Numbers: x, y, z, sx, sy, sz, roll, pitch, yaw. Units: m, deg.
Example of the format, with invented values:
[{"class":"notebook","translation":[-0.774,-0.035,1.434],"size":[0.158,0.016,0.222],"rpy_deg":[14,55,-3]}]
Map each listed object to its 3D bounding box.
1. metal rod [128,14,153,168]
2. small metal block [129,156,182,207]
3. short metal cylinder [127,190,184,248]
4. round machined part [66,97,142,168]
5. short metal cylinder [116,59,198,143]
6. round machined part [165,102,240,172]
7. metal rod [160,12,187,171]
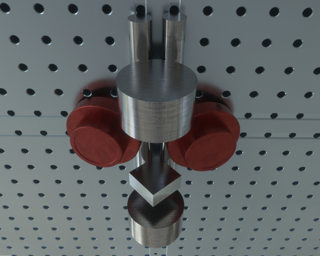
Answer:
[{"class":"metal rod","translation":[-0.022,0.002,0.411],"size":[0.025,0.025,0.298],"rpy_deg":[0,130,-1]},{"class":"small metal block","translation":[-0.007,0.072,0.425],"size":[0.050,0.050,0.025],"rpy_deg":[-29,139,-32]},{"class":"short metal cylinder","translation":[-0.006,0.126,0.454],"size":[0.081,0.080,0.050],"rpy_deg":[1,130,-1]},{"class":"round machined part","translation":[-0.074,0.012,0.394],"size":[0.098,0.042,0.097],"rpy_deg":[9,131,10]},{"class":"short metal cylinder","translation":[-0.003,-0.030,0.321],"size":[0.081,0.080,0.050],"rpy_deg":[1,130,-1]},{"class":"round machined part","translation":[0.058,0.018,0.399],"size":[0.099,0.042,0.097],"rpy_deg":[-10,132,-11]},{"class":"metal rod","translation":[0.013,0.000,0.411],"size":[0.025,0.025,0.298],"rpy_deg":[0,130,-1]}]
